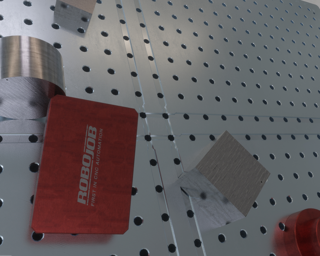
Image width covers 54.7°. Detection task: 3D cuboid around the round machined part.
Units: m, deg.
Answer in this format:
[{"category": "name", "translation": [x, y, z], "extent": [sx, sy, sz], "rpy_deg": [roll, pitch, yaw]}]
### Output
[{"category": "round machined part", "translation": [0.223, 0.157, 0.421], "extent": [0.099, 0.042, 0.098], "rpy_deg": [14, 56, -21]}]

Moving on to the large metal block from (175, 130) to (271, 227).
[{"category": "large metal block", "translation": [0.081, 0.063, 0.397], "extent": [0.080, 0.050, 0.080], "rpy_deg": [45, 51, 3]}]

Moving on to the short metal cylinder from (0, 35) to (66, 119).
[{"category": "short metal cylinder", "translation": [-0.143, -0.050, 0.327], "extent": [0.081, 0.080, 0.050], "rpy_deg": [1, 61, -28]}]

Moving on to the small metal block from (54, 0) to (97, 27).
[{"category": "small metal block", "translation": [-0.122, -0.184, 0.455], "extent": [0.050, 0.025, 0.050], "rpy_deg": [18, 55, -18]}]

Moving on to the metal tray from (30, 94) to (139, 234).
[{"category": "metal tray", "translation": [-0.074, 0.038, 0.316], "extent": [0.091, 0.030, 0.129], "rpy_deg": [10, 76, -23]}]
